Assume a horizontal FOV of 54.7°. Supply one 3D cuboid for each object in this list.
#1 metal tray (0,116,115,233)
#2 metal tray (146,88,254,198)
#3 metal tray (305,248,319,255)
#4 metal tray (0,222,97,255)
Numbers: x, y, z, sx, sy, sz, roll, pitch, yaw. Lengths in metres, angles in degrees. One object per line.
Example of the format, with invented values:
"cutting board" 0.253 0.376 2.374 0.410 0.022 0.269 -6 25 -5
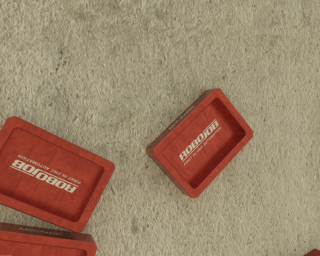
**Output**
"metal tray" -0.131 0.054 0.357 0.131 0.030 0.090 29 80 -18
"metal tray" 0.057 0.019 0.427 0.130 0.030 0.090 -44 104 -15
"metal tray" 0.224 0.263 0.489 0.131 0.030 0.090 -20 97 -19
"metal tray" -0.148 0.162 0.351 0.131 0.030 0.090 16 85 -20
